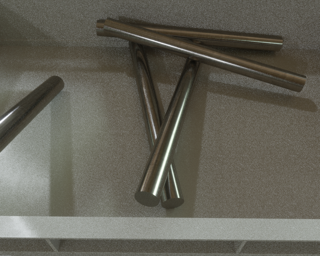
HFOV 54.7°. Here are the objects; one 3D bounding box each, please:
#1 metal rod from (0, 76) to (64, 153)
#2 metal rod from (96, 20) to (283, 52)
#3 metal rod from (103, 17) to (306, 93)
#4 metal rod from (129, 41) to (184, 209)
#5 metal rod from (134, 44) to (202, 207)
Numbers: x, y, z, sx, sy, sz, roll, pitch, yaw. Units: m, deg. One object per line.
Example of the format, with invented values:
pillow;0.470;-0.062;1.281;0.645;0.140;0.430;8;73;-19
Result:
metal rod;-0.157;-0.004;0.324;0.025;0.025;0.300;1;24;0
metal rod;0.050;-0.151;0.508;0.302;0.025;0.025;4;50;-4
metal rod;0.061;-0.110;0.458;0.301;0.025;0.025;18;52;6
metal rod;-0.013;-0.031;0.430;0.025;0.025;0.300;-8;51;-7
metal rod;0.025;-0.030;0.407;0.025;0.025;0.301;12;44;9
